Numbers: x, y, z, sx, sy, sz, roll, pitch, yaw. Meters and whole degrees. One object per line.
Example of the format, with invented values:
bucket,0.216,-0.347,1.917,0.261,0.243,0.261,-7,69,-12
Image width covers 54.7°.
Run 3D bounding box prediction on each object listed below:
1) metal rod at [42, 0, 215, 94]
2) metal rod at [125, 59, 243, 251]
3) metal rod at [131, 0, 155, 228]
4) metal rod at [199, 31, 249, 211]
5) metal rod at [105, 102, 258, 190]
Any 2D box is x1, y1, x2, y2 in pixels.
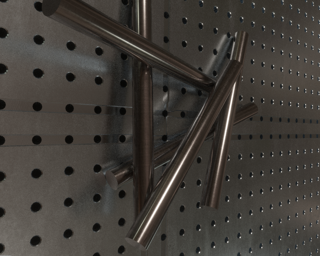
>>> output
metal rod,0.001,-0.080,0.365,0.302,0.025,0.025,13,82,-54
metal rod,0.045,0.011,0.392,0.025,0.025,0.301,53,52,-27
metal rod,-0.021,-0.034,0.372,0.025,0.025,0.298,5,80,-40
metal rod,0.102,-0.026,0.468,0.025,0.025,0.300,34,60,-35
metal rod,0.053,0.014,0.455,0.302,0.025,0.025,-23,105,-38
